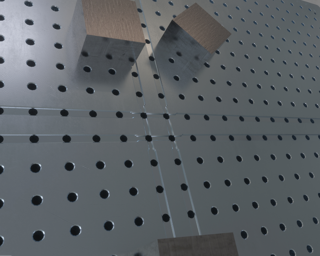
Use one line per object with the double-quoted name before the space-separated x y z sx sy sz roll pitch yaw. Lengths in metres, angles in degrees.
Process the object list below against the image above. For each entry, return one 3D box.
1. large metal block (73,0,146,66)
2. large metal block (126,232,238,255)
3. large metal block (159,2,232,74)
"large metal block" -0.074 -0.139 0.437 0.081 0.050 0.080 0 62 -28
"large metal block" 0.021 0.138 0.300 0.081 0.080 0.050 5 60 -26
"large metal block" 0.059 -0.150 0.514 0.080 0.050 0.080 42 51 0
